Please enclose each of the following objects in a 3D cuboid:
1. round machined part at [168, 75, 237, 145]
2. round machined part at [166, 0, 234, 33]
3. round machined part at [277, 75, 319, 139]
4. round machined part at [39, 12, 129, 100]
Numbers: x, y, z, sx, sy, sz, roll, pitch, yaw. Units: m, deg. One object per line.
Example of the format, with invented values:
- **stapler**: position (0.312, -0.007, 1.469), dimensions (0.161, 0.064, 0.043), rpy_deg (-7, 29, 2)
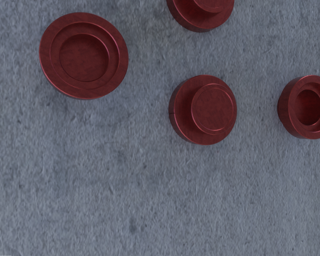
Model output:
- **round machined part**: position (0.065, -0.025, 0.425), dimensions (0.099, 0.042, 0.097), rpy_deg (0, 90, -21)
- **round machined part**: position (0.061, -0.185, 0.423), dimensions (0.099, 0.042, 0.097), rpy_deg (0, 90, -21)
- **round machined part**: position (0.225, -0.032, 0.485), dimensions (0.099, 0.042, 0.097), rpy_deg (0, 90, -21)
- **round machined part**: position (-0.090, -0.081, 0.367), dimensions (0.099, 0.042, 0.097), rpy_deg (0, 90, -21)
